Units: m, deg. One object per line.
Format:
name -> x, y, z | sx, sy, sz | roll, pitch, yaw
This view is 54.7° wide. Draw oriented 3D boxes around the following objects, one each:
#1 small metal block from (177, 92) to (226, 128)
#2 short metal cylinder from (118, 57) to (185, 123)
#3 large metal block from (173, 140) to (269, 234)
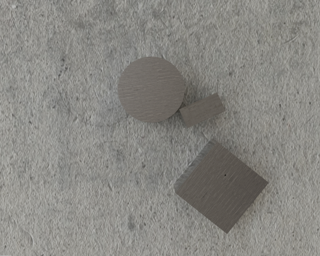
small metal block -> 0.051, -0.022, 0.398 | 0.050, 0.050, 0.025 | -24, 90, 0
short metal cylinder -> -0.011, -0.046, 0.397 | 0.081, 0.050, 0.079 | 0, 90, -1
large metal block -> 0.075, 0.072, 0.399 | 0.080, 0.050, 0.080 | 39, 90, -1
